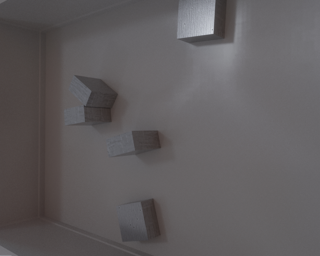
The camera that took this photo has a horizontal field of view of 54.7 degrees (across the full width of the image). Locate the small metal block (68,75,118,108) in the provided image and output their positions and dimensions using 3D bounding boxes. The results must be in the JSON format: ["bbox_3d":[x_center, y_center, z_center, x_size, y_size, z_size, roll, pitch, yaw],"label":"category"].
[{"bbox_3d":[-0.102,-0.055,0.472,0.050,0.050,0.025,40,114,32],"label":"small metal block"}]

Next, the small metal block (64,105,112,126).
[{"bbox_3d":[-0.112,-0.019,0.480,0.050,0.050,0.025,-7,86,39],"label":"small metal block"}]

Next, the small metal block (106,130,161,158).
[{"bbox_3d":[-0.036,0.021,0.418,0.050,0.050,0.025,-17,79,38],"label":"small metal block"}]

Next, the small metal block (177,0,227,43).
[{"bbox_3d":[0.049,-0.130,0.365,0.050,0.025,0.050,5,93,39],"label":"small metal block"}]

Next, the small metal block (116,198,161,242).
[{"bbox_3d":[-0.031,0.128,0.430,0.050,0.025,0.050,-20,78,38],"label":"small metal block"}]
